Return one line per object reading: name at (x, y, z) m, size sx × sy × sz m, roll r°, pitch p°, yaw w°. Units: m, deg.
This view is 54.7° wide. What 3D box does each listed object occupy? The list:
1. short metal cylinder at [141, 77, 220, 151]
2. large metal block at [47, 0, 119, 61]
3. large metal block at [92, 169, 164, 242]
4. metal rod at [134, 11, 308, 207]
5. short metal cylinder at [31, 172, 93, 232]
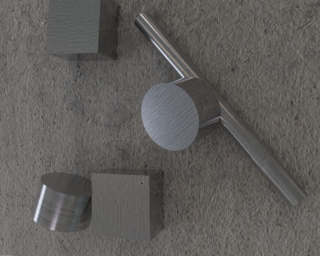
short metal cylinder at (0.025, -0.018, 0.372) m, size 0.080 × 0.050 × 0.079 m, roll 13°, pitch 113°, yaw 34°
large metal block at (-0.107, -0.139, 0.433) m, size 0.080 × 0.050 × 0.079 m, roll 4°, pitch 91°, yaw 20°
large metal block at (-0.042, 0.098, 0.410) m, size 0.080 × 0.050 × 0.080 m, roll -1°, pitch 90°, yaw 20°
metal rod at (0.067, -0.032, 0.385) m, size 0.025 × 0.025 × 0.300 m, roll -42°, pitch 77°, yaw 15°
short metal cylinder at (-0.128, 0.100, 0.425) m, size 0.080 × 0.080 × 0.050 m, roll 19°, pitch 97°, yaw 19°
